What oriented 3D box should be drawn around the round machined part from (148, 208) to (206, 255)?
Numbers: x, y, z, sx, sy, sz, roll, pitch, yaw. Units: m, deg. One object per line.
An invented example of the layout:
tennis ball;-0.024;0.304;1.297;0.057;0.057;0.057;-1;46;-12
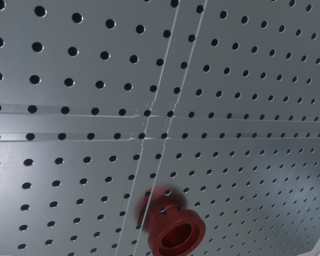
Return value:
round machined part;0.024;0.174;0.521;0.099;0.042;0.097;-14;124;-21
